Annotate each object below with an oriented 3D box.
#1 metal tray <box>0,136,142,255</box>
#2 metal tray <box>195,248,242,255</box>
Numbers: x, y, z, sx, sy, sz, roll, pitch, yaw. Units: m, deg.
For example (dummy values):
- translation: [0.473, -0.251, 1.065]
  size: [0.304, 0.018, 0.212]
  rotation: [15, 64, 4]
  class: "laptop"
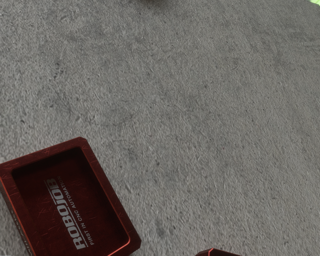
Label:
- translation: [-0.089, 0.081, 0.302]
  size: [0.091, 0.030, 0.130]
  rotation: [-22, 73, -36]
  class: "metal tray"
- translation: [0.078, 0.202, 0.319]
  size: [0.091, 0.030, 0.130]
  rotation: [21, 54, -16]
  class: "metal tray"
